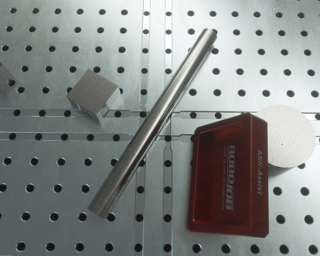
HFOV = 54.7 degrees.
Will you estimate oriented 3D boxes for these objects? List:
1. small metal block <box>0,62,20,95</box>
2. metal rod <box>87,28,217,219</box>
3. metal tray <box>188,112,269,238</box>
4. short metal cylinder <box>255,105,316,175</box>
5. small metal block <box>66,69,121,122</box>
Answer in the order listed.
[{"bbox_3d":[-0.230,-0.078,0.424,0.050,0.050,0.025,35,74,11],"label":"small metal block"},{"bbox_3d":[-0.002,-0.018,0.418,0.025,0.025,0.300,29,72,9],"label":"metal rod"},{"bbox_3d":[0.077,0.055,0.358,0.030,0.090,0.130,20,66,-33],"label":"metal tray"},{"bbox_3d":[0.146,0.017,0.394,0.081,0.050,0.080,0,70,-1],"label":"short metal cylinder"},{"bbox_3d":[-0.091,-0.045,0.427,0.050,0.025,0.050,31,73,10],"label":"small metal block"}]
